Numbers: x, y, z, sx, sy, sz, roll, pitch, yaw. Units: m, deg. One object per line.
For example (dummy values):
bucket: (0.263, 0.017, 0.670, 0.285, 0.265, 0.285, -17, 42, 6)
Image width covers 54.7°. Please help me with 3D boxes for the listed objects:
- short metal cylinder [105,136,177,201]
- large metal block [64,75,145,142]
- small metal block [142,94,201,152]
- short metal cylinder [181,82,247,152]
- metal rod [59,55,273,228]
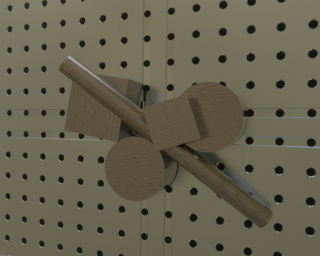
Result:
short metal cylinder: (-0.024, 0.050, 0.404, 0.080, 0.050, 0.079, 0, 90, 20)
large metal block: (-0.074, -0.029, 0.419, 0.080, 0.050, 0.079, 12, 94, 19)
small metal block: (0.013, -0.004, 0.343, 0.050, 0.025, 0.050, -17, 84, 1)
short metal cylinder: (0.061, -0.012, 0.374, 0.080, 0.050, 0.079, 0, 90, 20)
metal rod: (0.006, 0.015, 0.369, 0.300, 0.025, 0.025, 38, 103, 1)
